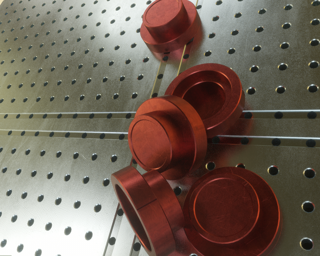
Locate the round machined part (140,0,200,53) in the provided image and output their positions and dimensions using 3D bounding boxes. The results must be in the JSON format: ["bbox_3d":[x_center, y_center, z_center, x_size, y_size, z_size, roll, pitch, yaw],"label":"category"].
[{"bbox_3d":[0.011,-0.172,0.496,0.098,0.042,0.098,-13,56,20],"label":"round machined part"}]

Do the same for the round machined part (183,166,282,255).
[{"bbox_3d":[0.068,0.084,0.310,0.098,0.042,0.098,-13,56,20],"label":"round machined part"}]

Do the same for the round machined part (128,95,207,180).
[{"bbox_3d":[0.001,0.013,0.352,0.098,0.042,0.097,16,114,41],"label":"round machined part"}]

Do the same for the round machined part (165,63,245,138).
[{"bbox_3d":[0.056,-0.029,0.385,0.098,0.042,0.098,-13,56,20],"label":"round machined part"}]

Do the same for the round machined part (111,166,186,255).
[{"bbox_3d":[-0.010,0.082,0.321,0.042,0.097,0.098,-26,49,-19],"label":"round machined part"}]
